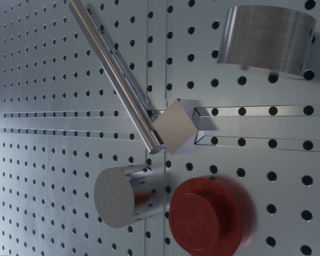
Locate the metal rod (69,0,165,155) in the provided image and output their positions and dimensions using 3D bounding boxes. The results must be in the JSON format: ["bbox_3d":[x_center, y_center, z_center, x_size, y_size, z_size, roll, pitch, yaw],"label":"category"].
[{"bbox_3d":[-0.073,-0.090,0.469,0.025,0.025,0.299,-45,63,31],"label":"metal rod"}]

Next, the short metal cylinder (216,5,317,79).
[{"bbox_3d":[0.098,-0.079,0.293,0.080,0.081,0.050,17,101,38],"label":"short metal cylinder"}]

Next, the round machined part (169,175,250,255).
[{"bbox_3d":[0.049,0.106,0.358,0.098,0.042,0.097,0,90,40],"label":"round machined part"}]

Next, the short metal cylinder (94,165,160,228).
[{"bbox_3d":[-0.047,0.093,0.432,0.080,0.050,0.079,0,90,40],"label":"short metal cylinder"}]

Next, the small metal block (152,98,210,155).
[{"bbox_3d":[0.025,-0.001,0.389,0.050,0.025,0.050,-45,63,30],"label":"small metal block"}]
